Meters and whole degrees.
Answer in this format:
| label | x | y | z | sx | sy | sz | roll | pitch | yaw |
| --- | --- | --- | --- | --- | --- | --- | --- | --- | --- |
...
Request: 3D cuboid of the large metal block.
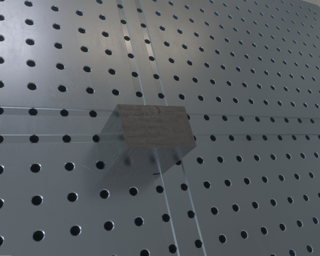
| label | x | y | z | sx | sy | sz | roll | pitch | yaw |
| --- | --- | --- | --- | --- | --- | --- | --- | --- | --- |
| large metal block | -0.019 | 0.016 | 0.352 | 0.081 | 0.080 | 0.050 | 0 | 62 | -28 |
